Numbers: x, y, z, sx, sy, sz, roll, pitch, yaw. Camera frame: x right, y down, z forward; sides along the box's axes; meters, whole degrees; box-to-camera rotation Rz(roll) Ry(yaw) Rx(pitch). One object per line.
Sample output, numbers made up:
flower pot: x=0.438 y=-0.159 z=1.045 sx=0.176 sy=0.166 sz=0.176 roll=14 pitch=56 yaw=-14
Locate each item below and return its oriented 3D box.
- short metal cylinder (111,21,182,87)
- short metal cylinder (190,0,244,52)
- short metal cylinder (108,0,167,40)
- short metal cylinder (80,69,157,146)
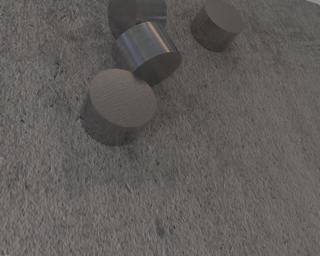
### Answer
short metal cylinder: x=-0.018 y=-0.095 z=0.417 sx=0.081 sy=0.080 sz=0.050 roll=-18 pitch=72 yaw=-35
short metal cylinder: x=0.101 y=-0.183 z=0.554 sx=0.081 sy=0.050 sz=0.080 roll=14 pitch=56 yaw=-21
short metal cylinder: x=-0.034 y=-0.164 z=0.450 sx=0.050 sy=0.080 sz=0.080 roll=-14 pitch=69 yaw=-34
short metal cylinder: x=-0.051 y=-0.024 z=0.375 sx=0.081 sy=0.050 sz=0.080 roll=14 pitch=56 yaw=-21
